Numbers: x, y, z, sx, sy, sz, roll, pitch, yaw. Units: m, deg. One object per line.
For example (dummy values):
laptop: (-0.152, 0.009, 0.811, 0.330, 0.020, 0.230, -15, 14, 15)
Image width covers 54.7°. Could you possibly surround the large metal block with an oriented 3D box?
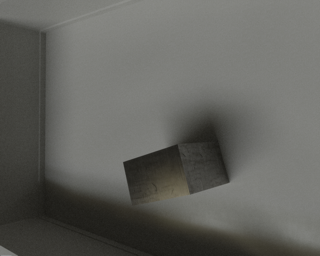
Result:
large metal block: (0.019, 0.051, 0.354, 0.080, 0.081, 0.050, -21, 77, 38)
